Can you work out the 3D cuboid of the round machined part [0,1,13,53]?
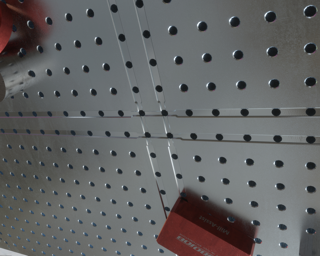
[{"bbox_3d":[-0.252,-0.138,0.411,0.098,0.042,0.097,-3,79,16],"label":"round machined part"}]

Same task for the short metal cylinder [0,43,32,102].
[{"bbox_3d":[-0.245,-0.084,0.469,0.080,0.050,0.079,13,124,20],"label":"short metal cylinder"}]

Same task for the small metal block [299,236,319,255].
[{"bbox_3d":[0.207,0.177,0.395,0.050,0.050,0.025,35,129,4],"label":"small metal block"}]

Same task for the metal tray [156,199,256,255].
[{"bbox_3d":[0.067,0.176,0.480,0.130,0.030,0.089,27,128,10],"label":"metal tray"}]
